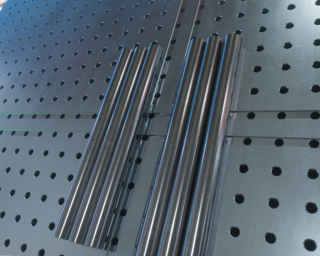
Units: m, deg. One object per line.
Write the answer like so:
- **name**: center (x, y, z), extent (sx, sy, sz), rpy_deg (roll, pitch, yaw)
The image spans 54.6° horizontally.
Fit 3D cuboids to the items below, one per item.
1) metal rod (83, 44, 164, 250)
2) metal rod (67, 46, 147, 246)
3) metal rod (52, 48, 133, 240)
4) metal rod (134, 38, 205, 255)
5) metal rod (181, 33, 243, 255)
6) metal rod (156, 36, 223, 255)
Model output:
- **metal rod**: center (-0.042, 0.008, 0.426), extent (0.025, 0.025, 0.300), rpy_deg (1, 62, 29)
- **metal rod**: center (-0.064, 0.008, 0.437), extent (0.025, 0.025, 0.300), rpy_deg (1, 62, 29)
- **metal rod**: center (-0.087, 0.007, 0.450), extent (0.025, 0.025, 0.300), rpy_deg (1, 62, 29)
- **metal rod**: center (0.021, 0.008, 0.393), extent (0.025, 0.025, 0.300), rpy_deg (1, 62, 29)
- **metal rod**: center (0.066, 0.009, 0.368), extent (0.025, 0.025, 0.300), rpy_deg (1, 62, 29)
- **metal rod**: center (0.042, 0.009, 0.381), extent (0.025, 0.025, 0.300), rpy_deg (1, 62, 29)
